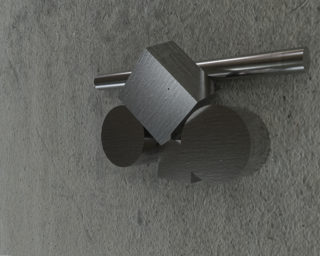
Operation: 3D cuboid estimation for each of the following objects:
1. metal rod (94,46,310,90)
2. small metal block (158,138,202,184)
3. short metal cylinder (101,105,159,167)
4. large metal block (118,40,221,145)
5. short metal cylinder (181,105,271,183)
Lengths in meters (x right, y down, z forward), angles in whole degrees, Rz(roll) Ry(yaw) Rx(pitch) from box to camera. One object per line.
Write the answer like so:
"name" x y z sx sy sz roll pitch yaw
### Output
"metal rod" 0.023 -0.068 0.387 0.300 0.025 0.025 2 91 40
"small metal block" 0.025 0.039 0.387 0.050 0.025 0.050 3 92 40
"short metal cylinder" -0.033 0.010 0.417 0.080 0.050 0.079 0 90 40
"large metal block" 0.008 -0.041 0.361 0.080 0.050 0.080 48 133 11
"short metal cylinder" 0.070 0.016 0.332 0.080 0.050 0.079 0 90 40
